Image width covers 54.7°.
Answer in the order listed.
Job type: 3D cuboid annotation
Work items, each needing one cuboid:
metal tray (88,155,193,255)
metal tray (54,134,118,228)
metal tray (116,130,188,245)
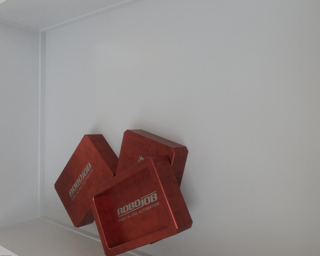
[{"bbox_3d":[-0.031,0.100,0.386,0.130,0.030,0.090,-33,70,34],"label":"metal tray"},{"bbox_3d":[-0.115,0.084,0.495,0.090,0.030,0.129,51,120,27],"label":"metal tray"},{"bbox_3d":[-0.019,0.075,0.417,0.090,0.030,0.129,20,102,37],"label":"metal tray"}]
